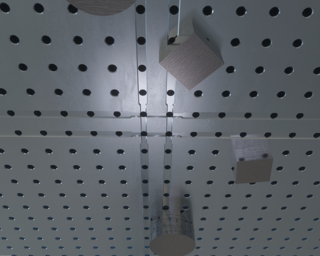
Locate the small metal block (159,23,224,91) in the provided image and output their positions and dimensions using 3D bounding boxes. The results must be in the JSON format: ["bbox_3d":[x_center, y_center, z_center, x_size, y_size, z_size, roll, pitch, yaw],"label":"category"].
[{"bbox_3d":[0.034,-0.078,0.346,0.050,0.025,0.050,-37,121,27],"label":"small metal block"}]

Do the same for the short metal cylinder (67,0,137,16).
[{"bbox_3d":[-0.051,-0.147,0.270,0.081,0.050,0.079,0,130,0],"label":"short metal cylinder"}]

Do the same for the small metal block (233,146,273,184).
[{"bbox_3d":[0.137,0.056,0.460,0.050,0.025,0.050,-5,130,4],"label":"small metal block"}]

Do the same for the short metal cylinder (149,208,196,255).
[{"bbox_3d":[0.022,0.189,0.556,0.081,0.050,0.079,0,130,0],"label":"short metal cylinder"}]
